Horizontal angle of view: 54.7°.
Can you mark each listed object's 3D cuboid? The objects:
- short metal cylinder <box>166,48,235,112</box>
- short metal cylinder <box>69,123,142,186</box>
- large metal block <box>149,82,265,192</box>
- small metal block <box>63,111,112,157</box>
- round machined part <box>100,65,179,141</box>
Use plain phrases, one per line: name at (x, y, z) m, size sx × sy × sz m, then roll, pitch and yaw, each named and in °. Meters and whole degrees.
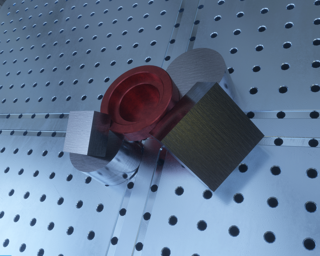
short metal cylinder at (0.051, -0.056, 0.399) m, size 0.080 × 0.050 × 0.080 m, roll -13°, pitch 56°, yaw 21°
short metal cylinder at (-0.071, 0.030, 0.411) m, size 0.080 × 0.050 × 0.080 m, roll -13°, pitch 56°, yaw 21°
large metal block at (0.049, 0.007, 0.334) m, size 0.080 × 0.080 × 0.050 m, roll -47°, pitch 17°, yaw -5°
small metal block at (-0.087, 0.007, 0.370) m, size 0.050 × 0.025 × 0.050 m, roll 2°, pitch 81°, yaw 42°
round machined part at (-0.022, -0.027, 0.387) m, size 0.098 × 0.042 × 0.098 m, roll -13°, pitch 56°, yaw 21°
